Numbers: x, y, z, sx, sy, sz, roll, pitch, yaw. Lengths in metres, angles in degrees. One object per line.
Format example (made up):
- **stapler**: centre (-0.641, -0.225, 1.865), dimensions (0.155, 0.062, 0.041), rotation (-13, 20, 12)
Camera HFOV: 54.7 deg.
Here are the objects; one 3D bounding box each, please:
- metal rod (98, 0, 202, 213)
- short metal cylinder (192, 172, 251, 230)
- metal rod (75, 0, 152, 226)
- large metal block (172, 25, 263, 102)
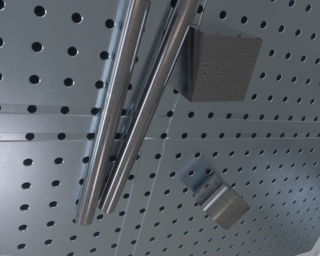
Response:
- **metal rod**: centre (-0.021, -0.017, 0.389), dimensions (0.025, 0.025, 0.298), rotation (10, 113, -33)
- **short metal cylinder**: centre (0.099, 0.117, 0.503), dimensions (0.050, 0.080, 0.080), rotation (-47, 129, 5)
- **metal rod**: centre (-0.063, -0.003, 0.374), dimensions (0.025, 0.025, 0.298), rotation (4, 117, -30)
- **large metal block**: centre (0.069, -0.079, 0.384), dimensions (0.081, 0.050, 0.079), rotation (-4, 120, -27)
